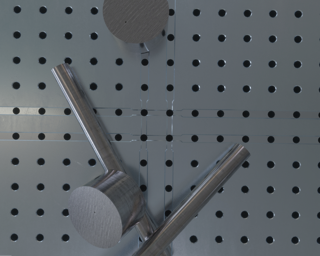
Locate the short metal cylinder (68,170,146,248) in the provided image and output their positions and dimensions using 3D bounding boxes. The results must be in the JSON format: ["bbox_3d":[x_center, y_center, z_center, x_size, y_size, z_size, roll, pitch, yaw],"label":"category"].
[{"bbox_3d":[-0.065,0.099,0.383,0.080,0.050,0.079,9,109,27],"label":"short metal cylinder"}]

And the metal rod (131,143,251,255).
[{"bbox_3d":[0.007,0.134,0.390,0.025,0.025,0.300,45,81,0],"label":"metal rod"}]

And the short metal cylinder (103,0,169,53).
[{"bbox_3d":[-0.029,-0.142,0.400,0.081,0.050,0.079,0,90,0],"label":"short metal cylinder"}]

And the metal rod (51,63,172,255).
[{"bbox_3d":[-0.062,0.052,0.412,0.025,0.025,0.299,-28,90,0],"label":"metal rod"}]
